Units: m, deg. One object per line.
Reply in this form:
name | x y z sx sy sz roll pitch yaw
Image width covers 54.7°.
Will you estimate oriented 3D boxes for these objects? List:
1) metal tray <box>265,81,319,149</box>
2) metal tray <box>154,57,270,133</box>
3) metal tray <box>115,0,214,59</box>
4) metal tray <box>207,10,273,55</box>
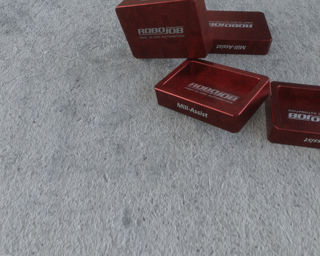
metal tray | 0.212 -0.016 0.414 0.131 0.030 0.090 7 50 6
metal tray | 0.070 -0.051 0.425 0.130 0.030 0.090 24 53 33
metal tray | 0.007 -0.150 0.463 0.130 0.090 0.030 7 48 30
metal tray | 0.120 -0.168 0.542 0.131 0.030 0.090 2 50 1
